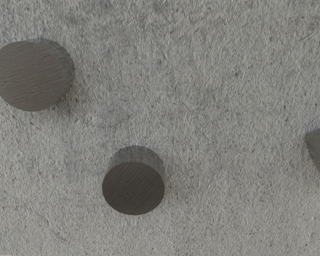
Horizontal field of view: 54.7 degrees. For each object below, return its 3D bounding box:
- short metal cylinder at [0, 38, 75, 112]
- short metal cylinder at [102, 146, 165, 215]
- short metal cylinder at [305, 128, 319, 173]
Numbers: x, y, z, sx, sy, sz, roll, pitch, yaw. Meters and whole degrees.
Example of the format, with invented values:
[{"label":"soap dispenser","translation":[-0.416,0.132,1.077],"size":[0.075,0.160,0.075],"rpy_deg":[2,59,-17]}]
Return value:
[{"label":"short metal cylinder","translation":[-0.149,-0.065,0.371],"size":[0.081,0.050,0.079],"rpy_deg":[0,110,0]},{"label":"short metal cylinder","translation":[-0.034,0.070,0.422],"size":[0.081,0.050,0.079],"rpy_deg":[0,110,0]},{"label":"short metal cylinder","translation":[0.230,0.032,0.394],"size":[0.050,0.080,0.080],"rpy_deg":[-24,109,8]}]
